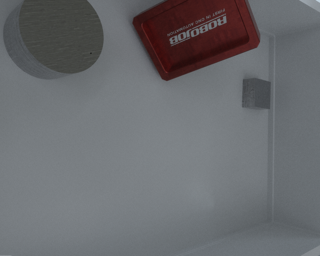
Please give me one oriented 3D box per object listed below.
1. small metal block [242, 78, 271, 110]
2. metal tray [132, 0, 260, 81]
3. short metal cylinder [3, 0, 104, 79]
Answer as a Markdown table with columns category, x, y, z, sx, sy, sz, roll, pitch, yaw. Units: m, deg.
| category | x | y | z | sx | sy | sz | roll | pitch | yaw |
| --- | --- | --- | --- | --- | --- | --- | --- | --- | --- |
| small metal block | 0.173 | -0.060 | 0.555 | 0.050 | 0.025 | 0.050 | 4 | 88 | -40 |
| metal tray | 0.044 | -0.121 | 0.376 | 0.090 | 0.130 | 0.030 | 61 | 30 | -23 |
| short metal cylinder | -0.104 | -0.090 | 0.304 | 0.081 | 0.050 | 0.079 | 0 | 90 | -40 |
